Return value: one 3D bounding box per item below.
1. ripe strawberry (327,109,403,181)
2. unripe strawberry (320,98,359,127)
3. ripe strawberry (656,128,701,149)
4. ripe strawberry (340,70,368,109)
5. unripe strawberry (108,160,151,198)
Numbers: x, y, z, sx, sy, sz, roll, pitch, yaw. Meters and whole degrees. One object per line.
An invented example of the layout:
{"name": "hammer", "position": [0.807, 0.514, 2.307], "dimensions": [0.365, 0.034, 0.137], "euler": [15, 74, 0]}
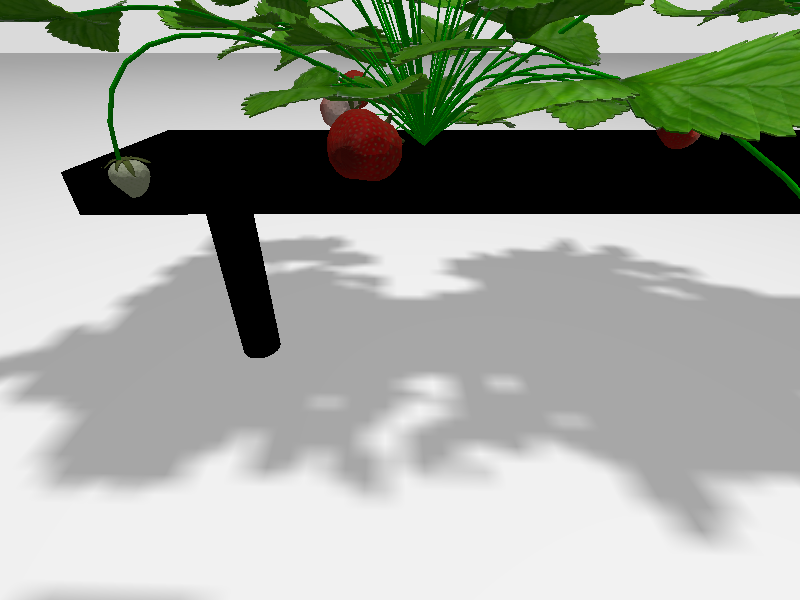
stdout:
{"name": "ripe strawberry", "position": [-0.023, -0.089, 0.233], "dimensions": [0.045, 0.039, 0.046], "euler": [12, 36, 18]}
{"name": "unripe strawberry", "position": [-0.059, -0.178, 0.376], "dimensions": [0.040, 0.039, 0.037], "euler": [23, 39, 32]}
{"name": "ripe strawberry", "position": [0.217, -0.136, 0.312], "dimensions": [0.031, 0.033, 0.029], "euler": [-2, 33, -3]}
{"name": "ripe strawberry", "position": [-0.058, -0.266, 0.507], "dimensions": [0.042, 0.044, 0.045], "euler": [-11, 33, -16]}
{"name": "unripe strawberry", "position": [-0.146, -0.066, 0.218], "dimensions": [0.019, 0.020, 0.018], "euler": [-23, 40, -31]}
